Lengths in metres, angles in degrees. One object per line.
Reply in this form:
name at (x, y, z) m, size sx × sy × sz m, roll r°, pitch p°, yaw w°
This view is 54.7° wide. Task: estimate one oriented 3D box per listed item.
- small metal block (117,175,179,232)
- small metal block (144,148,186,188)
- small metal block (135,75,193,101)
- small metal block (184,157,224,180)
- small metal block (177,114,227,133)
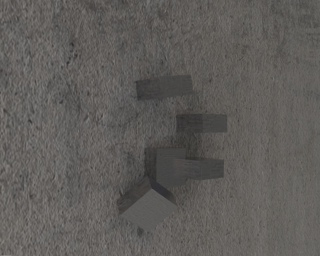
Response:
small metal block at (-0.015, 0.092, 0.376) m, size 0.050 × 0.025 × 0.050 m, roll -42°, pitch 123°, yaw 9°
small metal block at (0.007, 0.051, 0.410) m, size 0.050 × 0.025 × 0.050 m, roll 2°, pitch 89°, yaw -40°
small metal block at (0.005, -0.051, 0.392) m, size 0.050 × 0.050 × 0.025 m, roll -11°, pitch 98°, yaw -39°
small metal block at (0.054, 0.056, 0.433) m, size 0.050 × 0.050 × 0.025 m, roll 2°, pitch 89°, yaw -40°
small metal block at (0.059, -0.006, 0.437) m, size 0.050 × 0.050 × 0.025 m, roll 0°, pitch 90°, yaw -40°
